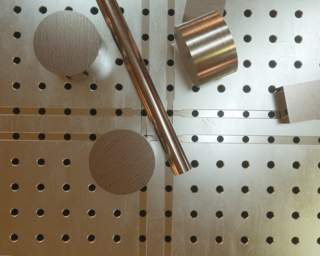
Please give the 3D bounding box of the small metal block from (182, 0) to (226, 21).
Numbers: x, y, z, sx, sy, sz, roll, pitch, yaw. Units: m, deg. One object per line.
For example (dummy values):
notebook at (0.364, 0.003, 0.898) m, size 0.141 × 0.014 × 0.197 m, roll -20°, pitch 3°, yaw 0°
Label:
small metal block at (0.060, -0.167, 0.414) m, size 0.050 × 0.025 × 0.050 m, roll 12°, pitch 90°, yaw 0°

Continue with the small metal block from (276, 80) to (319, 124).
small metal block at (0.189, -0.035, 0.415) m, size 0.050 × 0.025 × 0.050 m, roll -10°, pitch 90°, yaw 0°

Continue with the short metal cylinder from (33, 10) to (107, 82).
short metal cylinder at (-0.113, -0.103, 0.400) m, size 0.081 × 0.050 × 0.080 m, roll 0°, pitch 90°, yaw 0°

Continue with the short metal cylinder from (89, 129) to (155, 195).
short metal cylinder at (-0.046, 0.041, 0.400) m, size 0.081 × 0.050 × 0.080 m, roll 0°, pitch 90°, yaw 0°

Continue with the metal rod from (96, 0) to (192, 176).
metal rod at (-0.030, -0.078, 0.412) m, size 0.025 × 0.025 × 0.299 m, roll -24°, pitch 90°, yaw 0°

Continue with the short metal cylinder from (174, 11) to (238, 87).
short metal cylinder at (0.056, -0.097, 0.386) m, size 0.050 × 0.080 × 0.080 m, roll -23°, pitch 90°, yaw 0°
